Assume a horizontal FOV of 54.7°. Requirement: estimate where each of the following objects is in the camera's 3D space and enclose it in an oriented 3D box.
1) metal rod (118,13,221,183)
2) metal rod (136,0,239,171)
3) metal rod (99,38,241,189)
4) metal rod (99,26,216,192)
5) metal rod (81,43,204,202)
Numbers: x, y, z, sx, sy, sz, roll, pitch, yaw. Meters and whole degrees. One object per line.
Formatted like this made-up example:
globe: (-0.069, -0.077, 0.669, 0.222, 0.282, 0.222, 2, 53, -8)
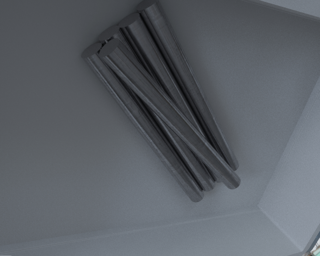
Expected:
metal rod: (0.034, -0.016, 0.415, 0.025, 0.025, 0.300, -37, 129, -3)
metal rod: (0.052, -0.033, 0.415, 0.025, 0.025, 0.300, -37, 129, -3)
metal rod: (0.033, 0.004, 0.394, 0.025, 0.025, 0.300, -44, 129, 2)
metal rod: (0.013, -0.002, 0.413, 0.025, 0.025, 0.300, -37, 129, -3)
metal rod: (-0.005, 0.015, 0.414, 0.025, 0.025, 0.300, -37, 129, -3)
